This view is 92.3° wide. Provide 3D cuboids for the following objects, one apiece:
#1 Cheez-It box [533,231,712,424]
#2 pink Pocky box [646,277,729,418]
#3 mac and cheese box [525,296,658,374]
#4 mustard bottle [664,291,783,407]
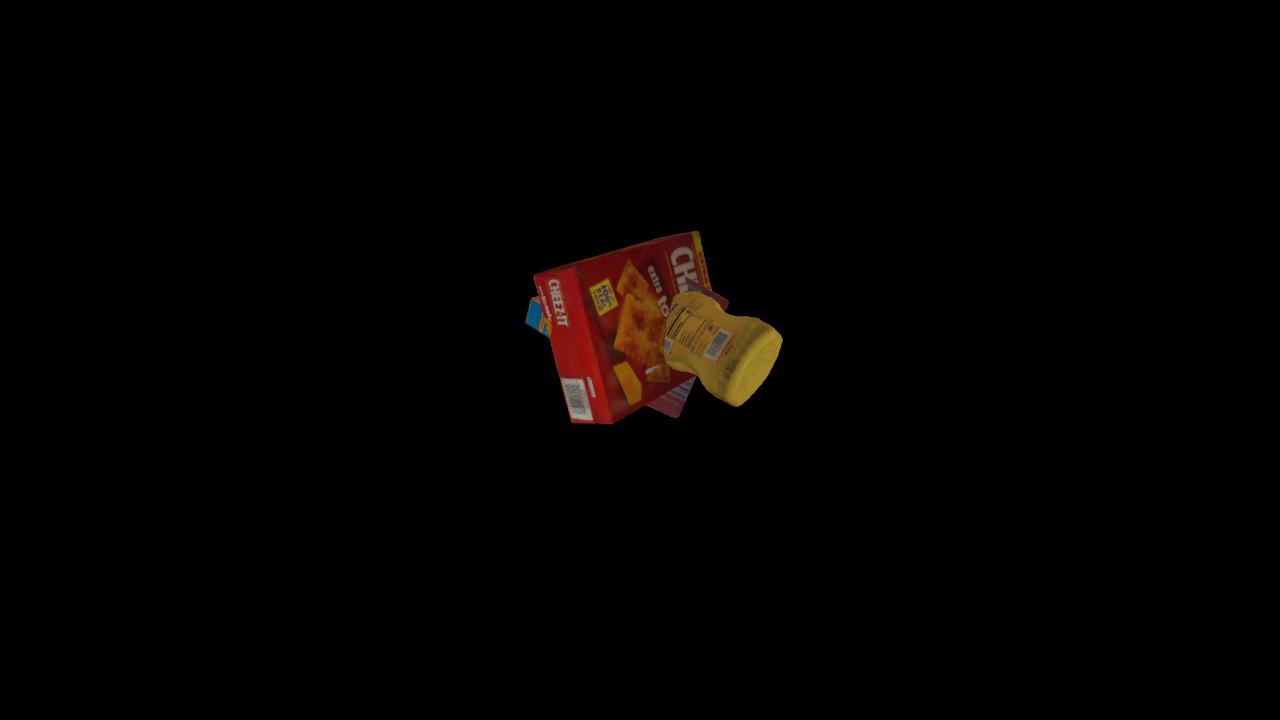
[{"bbox_3d":[0.000,-0.043,0.692,0.071,0.166,0.223,-2,16,41],"label":"Cheez-It box"},{"bbox_3d":[0.037,-0.018,0.722,0.084,0.155,0.029,25,-4,-23],"label":"pink Pocky box"},{"bbox_3d":[-0.039,-0.025,0.728,0.184,0.041,0.093,32,29,27],"label":"mac and cheese box"},{"bbox_3d":[0.060,-0.028,0.674,0.184,0.092,0.054,33,5,42],"label":"mustard bottle"}]
